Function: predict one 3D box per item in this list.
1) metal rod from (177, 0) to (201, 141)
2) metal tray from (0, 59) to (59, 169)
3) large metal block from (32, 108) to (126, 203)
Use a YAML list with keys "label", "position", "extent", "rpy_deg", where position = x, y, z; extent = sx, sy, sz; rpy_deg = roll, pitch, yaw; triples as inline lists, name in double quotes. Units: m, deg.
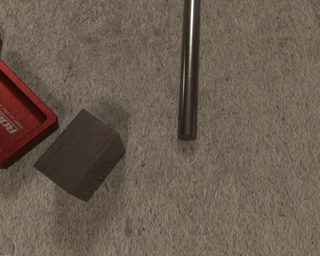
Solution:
- label: "metal rod"
  position: [0.045, -0.127, 0.455]
  extent: [0.025, 0.025, 0.299]
  rpy_deg: [4, 70, 1]
- label: "metal tray"
  position: [-0.207, -0.024, 0.393]
  extent: [0.130, 0.030, 0.090]
  rpy_deg: [45, 66, 4]
- label: "large metal block"
  position: [-0.088, 0.036, 0.365]
  extent: [0.050, 0.080, 0.080]
  rpy_deg: [34, 73, 11]
